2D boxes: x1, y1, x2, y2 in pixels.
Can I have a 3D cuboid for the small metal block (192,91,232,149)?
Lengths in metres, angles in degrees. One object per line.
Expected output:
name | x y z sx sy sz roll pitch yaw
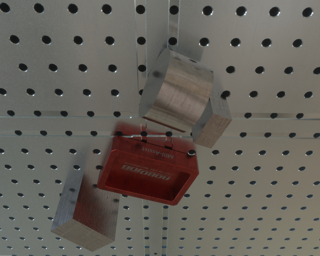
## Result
small metal block | 0.062 -0.012 0.386 0.025 0.050 0.050 18 128 -15

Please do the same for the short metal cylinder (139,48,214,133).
short metal cylinder | 0.016 -0.041 0.341 0.050 0.080 0.079 20 127 -16

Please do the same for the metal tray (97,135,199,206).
metal tray | -0.019 0.067 0.465 0.131 0.030 0.089 16 128 -14

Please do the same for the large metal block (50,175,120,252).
large metal block | -0.114 0.135 0.489 0.050 0.080 0.080 -34 123 25
